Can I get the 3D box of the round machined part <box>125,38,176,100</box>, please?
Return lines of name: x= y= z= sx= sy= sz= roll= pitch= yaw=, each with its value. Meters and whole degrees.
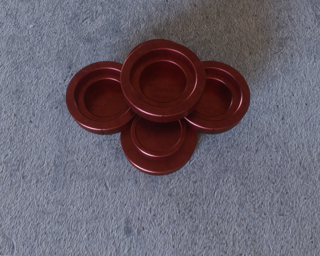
round machined part: x=-0.001 y=-0.084 z=0.431 sx=0.099 sy=0.042 sz=0.098 roll=0 pitch=70 yaw=-1

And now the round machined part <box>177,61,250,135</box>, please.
round machined part: x=0.066 y=-0.037 z=0.415 sx=0.099 sy=0.042 sz=0.098 roll=0 pitch=70 yaw=-1

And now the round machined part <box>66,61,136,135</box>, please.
round machined part: x=-0.070 y=-0.036 z=0.413 sx=0.099 sy=0.042 sz=0.098 roll=0 pitch=70 yaw=-1

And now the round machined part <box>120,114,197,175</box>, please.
round machined part: x=-0.002 y=0.009 z=0.397 sx=0.099 sy=0.042 sz=0.098 roll=0 pitch=70 yaw=-1

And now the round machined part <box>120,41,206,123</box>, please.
round machined part: x=0.004 y=-0.052 z=0.374 sx=0.099 sy=0.042 sz=0.098 roll=0 pitch=70 yaw=-1
